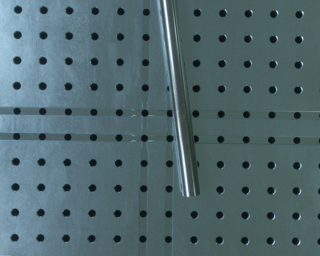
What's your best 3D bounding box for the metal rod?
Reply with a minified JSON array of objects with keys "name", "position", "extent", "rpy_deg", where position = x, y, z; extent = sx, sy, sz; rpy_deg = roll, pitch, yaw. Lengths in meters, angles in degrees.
[{"name":"metal rod","position":[0.024,-0.060,0.413],"extent":[0.025,0.025,0.298],"rpy_deg":[-7,90,0]}]
